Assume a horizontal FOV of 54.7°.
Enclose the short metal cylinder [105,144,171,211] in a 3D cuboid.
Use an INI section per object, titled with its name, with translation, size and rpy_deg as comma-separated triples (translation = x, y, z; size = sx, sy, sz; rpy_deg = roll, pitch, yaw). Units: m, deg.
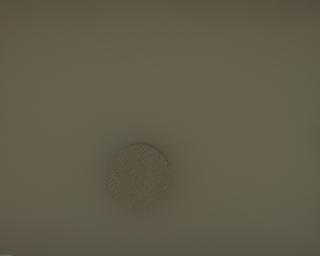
[short metal cylinder]
translation = -0.027, 0.060, 0.399
size = 0.081, 0.050, 0.079
rpy_deg = 0, 90, -1
